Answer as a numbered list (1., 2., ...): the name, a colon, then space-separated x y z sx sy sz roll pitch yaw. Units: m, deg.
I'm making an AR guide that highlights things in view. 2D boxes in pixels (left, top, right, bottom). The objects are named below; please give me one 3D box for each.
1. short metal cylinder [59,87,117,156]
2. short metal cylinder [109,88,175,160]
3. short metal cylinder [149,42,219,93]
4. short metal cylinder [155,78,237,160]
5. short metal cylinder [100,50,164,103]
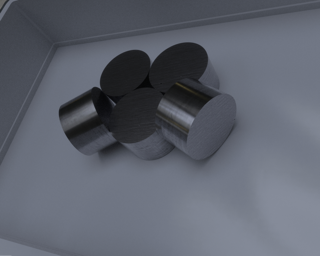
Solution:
1. short metal cylinder: -0.090 -0.009 0.422 0.050 0.080 0.080 -27 52 11
2. short metal cylinder: -0.018 -0.005 0.400 0.080 0.050 0.080 -13 56 21
3. short metal cylinder: 0.033 -0.066 0.411 0.080 0.050 0.080 -13 56 21
4. short metal cylinder: 0.041 -0.011 0.353 0.050 0.080 0.080 33 81 38
5. short metal cylinder: -0.039 -0.066 0.449 0.080 0.050 0.080 -13 56 21
